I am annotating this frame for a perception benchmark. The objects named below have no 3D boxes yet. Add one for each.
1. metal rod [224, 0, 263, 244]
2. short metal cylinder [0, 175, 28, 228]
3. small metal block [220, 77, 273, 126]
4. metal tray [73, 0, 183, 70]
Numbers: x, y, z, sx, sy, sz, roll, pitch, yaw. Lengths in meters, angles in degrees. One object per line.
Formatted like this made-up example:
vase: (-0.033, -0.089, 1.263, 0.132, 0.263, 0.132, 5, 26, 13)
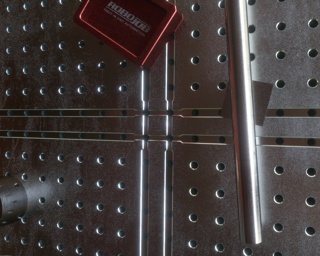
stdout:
metal rod: (0.094, -0.022, 0.352, 0.025, 0.025, 0.298, -4, 89, 20)
short metal cylinder: (-0.261, 0.119, 0.491, 0.080, 0.050, 0.079, 0, 90, 20)
small metal block: (0.105, -0.032, 0.375, 0.050, 0.025, 0.050, 15, 95, 19)
metal tray: (-0.046, -0.151, 0.426, 0.130, 0.030, 0.090, 37, 102, 16)
